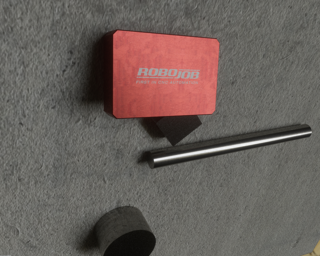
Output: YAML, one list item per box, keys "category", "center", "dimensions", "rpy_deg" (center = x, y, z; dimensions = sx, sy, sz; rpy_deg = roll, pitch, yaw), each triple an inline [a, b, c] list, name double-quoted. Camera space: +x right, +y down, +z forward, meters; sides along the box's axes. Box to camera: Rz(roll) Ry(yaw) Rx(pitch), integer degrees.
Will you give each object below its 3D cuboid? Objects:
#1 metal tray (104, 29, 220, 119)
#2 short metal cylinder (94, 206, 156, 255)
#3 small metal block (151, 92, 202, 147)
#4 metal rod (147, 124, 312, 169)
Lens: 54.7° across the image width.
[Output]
- category: "metal tray"
  center: [0.004, -0.059, 0.352]
  dimensions: [0.131, 0.030, 0.089]
  rpy_deg: [-4, 102, -27]
- category: "short metal cylinder"
  center: [-0.053, 0.164, 0.464]
  dimensions: [0.081, 0.050, 0.079]
  rpy_deg: [-14, 124, -21]
- category: "small metal block"
  center: [0.021, -0.012, 0.411]
  dimensions: [0.050, 0.025, 0.050]
  rpy_deg: [-38, 130, -3]
- category: "metal rod"
  center: [0.123, 0.025, 0.489]
  dimensions: [0.303, 0.025, 0.025]
  rpy_deg: [-8, 122, -24]
